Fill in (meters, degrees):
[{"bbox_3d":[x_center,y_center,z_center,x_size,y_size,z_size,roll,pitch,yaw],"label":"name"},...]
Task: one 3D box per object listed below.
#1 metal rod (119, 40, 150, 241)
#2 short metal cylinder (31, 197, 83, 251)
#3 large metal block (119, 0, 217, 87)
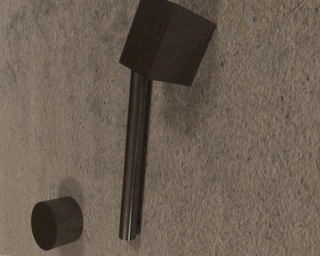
[{"bbox_3d":[-0.034,0.007,0.430,0.025,0.025,0.298,8,95,39],"label":"metal rod"},{"bbox_3d":[-0.177,0.162,0.531,0.080,0.050,0.079,0,90,39],"label":"short metal cylinder"},{"bbox_3d":[0.010,-0.098,0.359,0.050,0.081,0.079,35,111,34],"label":"large metal block"}]
